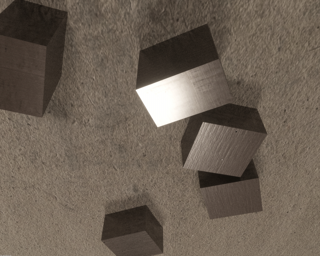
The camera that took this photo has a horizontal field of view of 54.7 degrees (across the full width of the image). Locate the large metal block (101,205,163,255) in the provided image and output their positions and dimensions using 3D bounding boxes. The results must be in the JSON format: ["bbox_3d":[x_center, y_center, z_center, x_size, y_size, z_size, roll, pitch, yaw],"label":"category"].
[{"bbox_3d":[-0.046,0.189,0.551,0.080,0.050,0.080,-17,128,13],"label":"large metal block"}]

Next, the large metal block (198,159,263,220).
[{"bbox_3d":[0.106,0.089,0.468,0.080,0.050,0.080,-12,129,10],"label":"large metal block"}]

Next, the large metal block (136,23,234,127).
[{"bbox_3d":[0.024,-0.056,0.324,0.080,0.080,0.050,-19,128,14],"label":"large metal block"}]

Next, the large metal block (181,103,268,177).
[{"bbox_3d":[0.078,0.013,0.404,0.081,0.050,0.079,10,129,-9],"label":"large metal block"}]

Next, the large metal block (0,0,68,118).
[{"bbox_3d":[-0.131,-0.070,0.309,0.050,0.080,0.079,12,129,-11],"label":"large metal block"}]
